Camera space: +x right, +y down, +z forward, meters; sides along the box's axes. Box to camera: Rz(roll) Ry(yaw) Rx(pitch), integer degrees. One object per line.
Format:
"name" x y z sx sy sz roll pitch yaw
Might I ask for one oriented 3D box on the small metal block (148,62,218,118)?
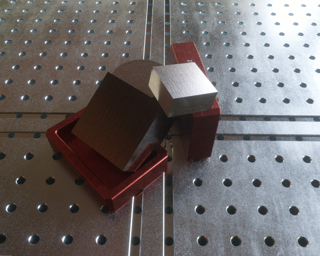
"small metal block" 0.023 -0.041 0.320 0.050 0.025 0.050 -11 51 -24

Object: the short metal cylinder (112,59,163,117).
"short metal cylinder" -0.026 -0.051 0.434 0.081 0.050 0.080 0 50 0

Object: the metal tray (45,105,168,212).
"metal tray" -0.065 0.026 0.380 0.091 0.030 0.130 -36 59 -27

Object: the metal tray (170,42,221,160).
"metal tray" 0.039 -0.036 0.396 0.030 0.089 0.130 -7 51 -6

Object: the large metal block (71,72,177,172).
"large metal block" -0.039 -0.005 0.355 0.080 0.050 0.080 32 92 23
